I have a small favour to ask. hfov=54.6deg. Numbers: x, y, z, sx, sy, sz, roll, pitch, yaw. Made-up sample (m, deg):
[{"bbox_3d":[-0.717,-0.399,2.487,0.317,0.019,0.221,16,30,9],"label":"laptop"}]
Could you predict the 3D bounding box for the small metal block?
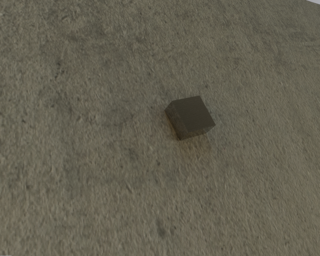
[{"bbox_3d":[0.042,-0.015,0.435,0.050,0.025,0.050,-14,69,-34],"label":"small metal block"}]
